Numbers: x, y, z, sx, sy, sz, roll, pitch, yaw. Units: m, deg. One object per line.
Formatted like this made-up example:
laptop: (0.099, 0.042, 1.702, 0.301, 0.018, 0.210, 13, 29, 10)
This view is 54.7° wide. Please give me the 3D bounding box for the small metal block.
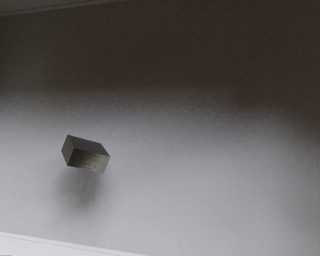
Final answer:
small metal block: (-0.102, 0.035, 0.421, 0.050, 0.050, 0.025, 36, 106, 58)
